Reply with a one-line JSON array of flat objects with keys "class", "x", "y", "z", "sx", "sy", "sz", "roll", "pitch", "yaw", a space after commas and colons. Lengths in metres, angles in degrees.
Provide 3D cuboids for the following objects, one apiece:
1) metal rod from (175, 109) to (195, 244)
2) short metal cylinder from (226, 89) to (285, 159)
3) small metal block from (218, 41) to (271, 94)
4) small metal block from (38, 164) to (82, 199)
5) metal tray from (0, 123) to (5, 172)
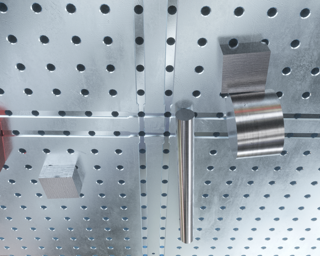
[{"class": "metal rod", "x": 0.042, "y": 0.096, "z": 0.494, "sx": 0.025, "sy": 0.025, "sz": 0.298, "roll": -3, "pitch": 130, "yaw": 2}, {"class": "short metal cylinder", "x": 0.111, "y": -0.005, "z": 0.374, "sx": 0.050, "sy": 0.080, "sz": 0.080, "roll": -6, "pitch": 130, "yaw": 5}, {"class": "small metal block", "x": 0.095, "y": -0.069, "z": 0.355, "sx": 0.050, "sy": 0.025, "sz": 0.050, "roll": -4, "pitch": 130, "yaw": 3}, {"class": "small metal block", "x": -0.153, "y": 0.084, "z": 0.481, "sx": 0.050, "sy": 0.025, "sz": 0.050, "roll": -2, "pitch": 130, "yaw": 1}, {"class": "metal tray", "x": -0.288, "y": 0.021, "z": 0.421, "sx": 0.131, "sy": 0.030, "sz": 0.089, "roll": 10, "pitch": 130, "yaw": -9}]
